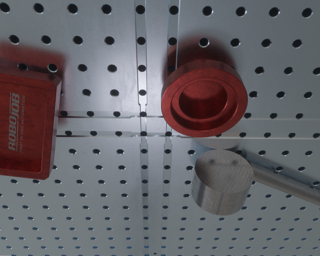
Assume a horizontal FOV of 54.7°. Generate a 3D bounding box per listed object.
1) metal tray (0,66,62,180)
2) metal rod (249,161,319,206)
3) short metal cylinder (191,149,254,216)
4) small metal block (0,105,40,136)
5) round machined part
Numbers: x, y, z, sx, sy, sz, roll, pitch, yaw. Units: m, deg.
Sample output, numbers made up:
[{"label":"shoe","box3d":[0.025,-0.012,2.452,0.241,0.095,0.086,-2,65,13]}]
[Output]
[{"label":"metal tray","box3d":[-0.172,-0.004,0.370,0.091,0.030,0.129,9,113,-10]},{"label":"metal rod","box3d":[0.260,0.114,0.511,0.302,0.025,0.025,22,127,-18]},{"label":"short metal cylinder","box3d":[0.087,0.076,0.441,0.081,0.080,0.050,2,130,-2]},{"label":"small metal block","box3d":[-0.183,-0.003,0.408,0.050,0.025,0.050,15,129,-13]},{"label":"round machined part","box3d":[0.050,-0.038,0.369,0.099,0.042,0.097,0,130,0]}]
